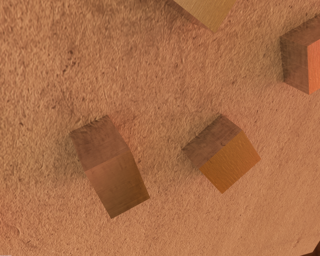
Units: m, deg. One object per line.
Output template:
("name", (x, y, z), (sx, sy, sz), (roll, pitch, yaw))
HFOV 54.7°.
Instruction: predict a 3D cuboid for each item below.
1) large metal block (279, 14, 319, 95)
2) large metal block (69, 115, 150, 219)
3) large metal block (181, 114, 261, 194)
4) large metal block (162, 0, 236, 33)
("large metal block", (0.226, -0.108, 0.447), (0.080, 0.050, 0.080), (-31, 129, -9))
("large metal block", (-0.060, 0.044, 0.366), (0.050, 0.080, 0.080), (-26, 128, -12))
("large metal block", (0.093, 0.040, 0.466), (0.080, 0.050, 0.080), (-42, 130, 1))
("large metal block", (0.040, -0.157, 0.315), (0.080, 0.050, 0.080), (24, 106, -37))
